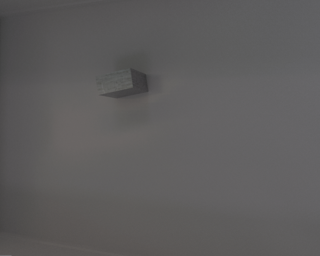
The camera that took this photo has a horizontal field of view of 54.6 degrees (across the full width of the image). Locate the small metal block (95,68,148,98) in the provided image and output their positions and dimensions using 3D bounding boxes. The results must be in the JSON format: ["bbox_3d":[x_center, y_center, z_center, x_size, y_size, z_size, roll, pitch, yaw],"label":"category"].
[{"bbox_3d":[-0.050,-0.059,0.415,0.050,0.050,0.025,-9,87,20],"label":"small metal block"}]
